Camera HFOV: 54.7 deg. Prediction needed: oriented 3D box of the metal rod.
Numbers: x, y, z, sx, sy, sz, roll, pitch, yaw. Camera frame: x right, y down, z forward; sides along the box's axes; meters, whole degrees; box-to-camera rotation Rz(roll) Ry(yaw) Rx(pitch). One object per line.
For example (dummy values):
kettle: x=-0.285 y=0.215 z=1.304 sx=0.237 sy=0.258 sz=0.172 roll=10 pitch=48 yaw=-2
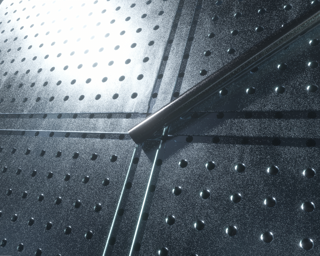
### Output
metal rod: x=0.089 y=-0.070 z=0.403 sx=0.300 sy=0.025 sz=0.025 roll=-33 pitch=52 yaw=5
